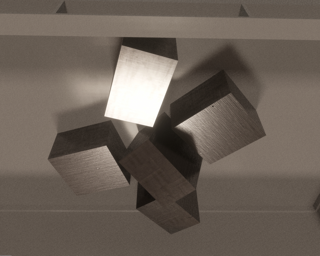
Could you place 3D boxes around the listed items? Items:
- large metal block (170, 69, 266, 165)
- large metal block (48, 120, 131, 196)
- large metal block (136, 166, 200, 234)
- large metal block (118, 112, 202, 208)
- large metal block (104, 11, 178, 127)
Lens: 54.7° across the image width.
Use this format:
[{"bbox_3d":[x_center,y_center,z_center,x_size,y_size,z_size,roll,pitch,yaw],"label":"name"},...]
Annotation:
[{"bbox_3d":[0.070,-0.011,0.384,0.080,0.050,0.080,-32,123,24],"label":"large metal block"},{"bbox_3d":[-0.092,0.043,0.428,0.080,0.050,0.080,-14,129,11],"label":"large metal block"},{"bbox_3d":[0.012,0.095,0.454,0.050,0.080,0.080,-30,125,23],"label":"large metal block"},{"bbox_3d":[0.006,0.038,0.390,0.050,0.080,0.080,-37,101,27],"label":"large metal block"},{"bbox_3d":[-0.020,-0.061,0.321,0.050,0.080,0.079,13,129,-11],"label":"large metal block"}]
